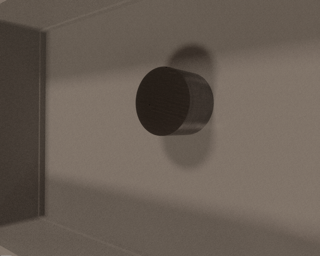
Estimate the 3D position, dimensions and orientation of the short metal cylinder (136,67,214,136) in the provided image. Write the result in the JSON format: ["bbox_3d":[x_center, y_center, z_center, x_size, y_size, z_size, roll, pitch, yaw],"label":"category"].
[{"bbox_3d":[0.017,-0.031,0.375,0.080,0.050,0.079,0,90,39],"label":"short metal cylinder"}]
